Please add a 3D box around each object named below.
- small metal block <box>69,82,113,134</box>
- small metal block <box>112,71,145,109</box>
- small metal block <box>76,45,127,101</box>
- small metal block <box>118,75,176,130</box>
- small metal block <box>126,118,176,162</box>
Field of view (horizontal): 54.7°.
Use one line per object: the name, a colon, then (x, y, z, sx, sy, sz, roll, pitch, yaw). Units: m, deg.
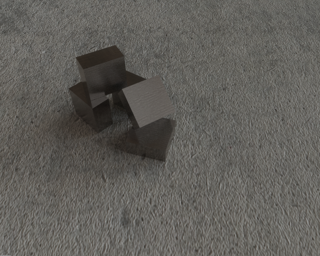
small metal block: (-0.091, -0.028, 0.411, 0.050, 0.050, 0.025, 38, 59, 27)
small metal block: (-0.039, -0.048, 0.429, 0.050, 0.050, 0.025, 26, 55, 19)
small metal block: (-0.070, -0.067, 0.379, 0.050, 0.050, 0.025, -23, 54, -19)
small metal block: (-0.017, -0.031, 0.383, 0.050, 0.025, 0.050, -25, 92, -20)
small metal block: (-0.011, 0.011, 0.395, 0.050, 0.025, 0.050, 13, 51, 10)
